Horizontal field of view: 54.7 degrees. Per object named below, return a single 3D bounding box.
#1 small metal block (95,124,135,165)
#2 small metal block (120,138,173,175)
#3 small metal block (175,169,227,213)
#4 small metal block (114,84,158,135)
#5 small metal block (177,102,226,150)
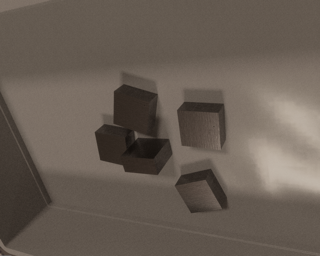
[{"bbox_3d":[-0.064,0.025,0.456,0.050,0.025,0.050,10,123,22],"label":"small metal block"},{"bbox_3d":[-0.017,0.037,0.423,0.050,0.050,0.025,1,119,27],"label":"small metal block"},{"bbox_3d":[0.057,0.089,0.432,0.050,0.025,0.050,-19,109,35],"label":"small metal block"},{"bbox_3d":[-0.033,-0.025,0.409,0.050,0.025,0.050,18,126,17],"label":"small metal block"},{"bbox_3d":[0.052,-0.003,0.379,0.050,0.025,0.050,5,121,25],"label":"small metal block"}]
